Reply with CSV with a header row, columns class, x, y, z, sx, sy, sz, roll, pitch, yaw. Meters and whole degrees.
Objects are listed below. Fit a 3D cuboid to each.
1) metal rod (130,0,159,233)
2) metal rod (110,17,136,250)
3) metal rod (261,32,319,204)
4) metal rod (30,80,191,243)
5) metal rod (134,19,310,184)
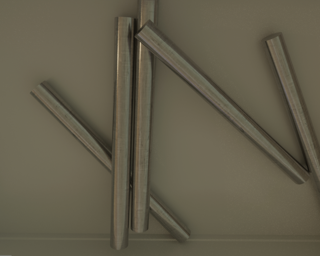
class,x,y,z,sx,sy,sz,roll,pitch,yaw
metal rod,-0.021,-0.006,0.392,0.025,0.025,0.298,3,104,-1
metal rod,-0.049,0.016,0.396,0.025,0.025,0.298,3,103,-1
metal rod,0.199,0.016,0.418,0.025,0.025,0.299,-25,109,9
metal rod,-0.059,0.056,0.431,0.025,0.025,0.300,-38,106,13
metal rod,0.090,-0.020,0.388,0.301,0.025,0.025,39,106,-20
